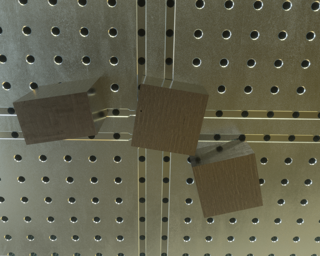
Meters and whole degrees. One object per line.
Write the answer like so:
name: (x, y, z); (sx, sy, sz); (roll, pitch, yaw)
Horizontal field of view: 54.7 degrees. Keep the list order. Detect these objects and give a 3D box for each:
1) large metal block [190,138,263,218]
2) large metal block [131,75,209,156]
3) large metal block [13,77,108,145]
large metal block: (0.089, 0.068, 0.427); (0.080, 0.050, 0.080); (-13, 110, 4)
large metal block: (0.011, -0.017, 0.394); (0.081, 0.050, 0.079); (9, 110, -4)
large metal block: (-0.114, -0.023, 0.374); (0.080, 0.080, 0.050); (-8, 110, 2)
